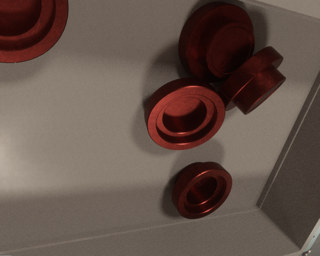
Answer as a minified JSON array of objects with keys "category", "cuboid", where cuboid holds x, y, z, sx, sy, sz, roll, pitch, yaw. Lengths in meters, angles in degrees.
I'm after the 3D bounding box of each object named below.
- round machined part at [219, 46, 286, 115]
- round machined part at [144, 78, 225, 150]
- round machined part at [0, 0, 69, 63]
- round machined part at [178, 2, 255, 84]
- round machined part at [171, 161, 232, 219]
[{"category":"round machined part","cuboid":[0.122,-0.054,0.401,0.098,0.042,0.098,-38,166,-11]},{"category":"round machined part","cuboid":[0.029,-0.022,0.392,0.099,0.042,0.097,-8,130,-9]},{"category":"round machined part","cuboid":[-0.131,-0.108,0.260,0.099,0.042,0.097,-14,125,-21]},{"category":"round machined part","cuboid":[0.076,-0.100,0.379,0.099,0.042,0.097,-14,124,-21]},{"category":"round machined part","cuboid":[0.062,0.093,0.491,0.099,0.042,0.097,-14,125,-21]}]
